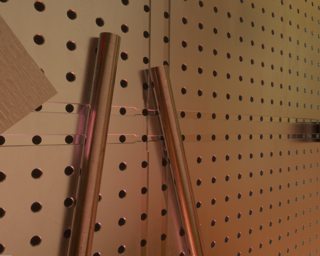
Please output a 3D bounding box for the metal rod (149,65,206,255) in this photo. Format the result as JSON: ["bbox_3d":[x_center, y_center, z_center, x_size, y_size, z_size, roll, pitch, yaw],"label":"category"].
[{"bbox_3d":[0.028,0.062,0.435,0.025,0.025,0.298,-21,103,-38],"label":"metal rod"}]

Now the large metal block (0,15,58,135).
[{"bbox_3d":[-0.153,-0.039,0.266,0.080,0.050,0.080,-46,118,-30],"label":"large metal block"}]

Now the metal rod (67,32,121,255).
[{"bbox_3d":[-0.076,0.041,0.346,0.025,0.025,0.298,12,83,-40],"label":"metal rod"}]
